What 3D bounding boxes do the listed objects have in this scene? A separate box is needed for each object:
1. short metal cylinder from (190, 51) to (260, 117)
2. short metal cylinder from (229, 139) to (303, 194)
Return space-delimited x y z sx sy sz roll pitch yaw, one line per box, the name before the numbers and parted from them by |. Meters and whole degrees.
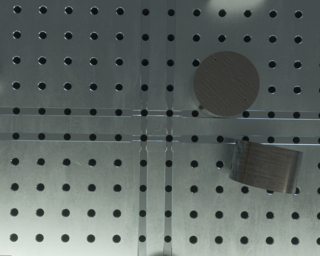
short metal cylinder | 0.081 -0.054 0.401 0.081 0.050 0.079 0 90 0
short metal cylinder | 0.131 0.046 0.387 0.080 0.080 0.050 11 90 0
